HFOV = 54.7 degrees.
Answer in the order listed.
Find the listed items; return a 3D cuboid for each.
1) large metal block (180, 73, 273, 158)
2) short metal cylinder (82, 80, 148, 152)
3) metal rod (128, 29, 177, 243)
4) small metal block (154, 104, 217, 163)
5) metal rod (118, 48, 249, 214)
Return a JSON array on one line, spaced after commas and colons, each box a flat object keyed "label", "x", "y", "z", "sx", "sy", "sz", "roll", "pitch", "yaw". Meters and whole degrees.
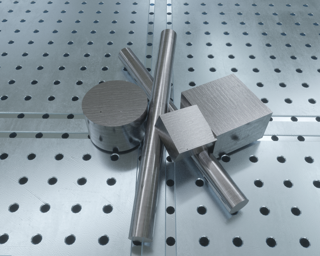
[{"label": "large metal block", "x": 0.081, "y": -0.016, "z": 0.400, "sx": 0.081, "sy": 0.050, "sz": 0.080, "roll": -21, "pitch": 53, "yaw": -17}, {"label": "short metal cylinder", "x": -0.056, "y": -0.016, "z": 0.400, "sx": 0.081, "sy": 0.050, "sz": 0.080, "roll": 1, "pitch": 50, "yaw": 0}, {"label": "metal rod", "x": -0.003, "y": -0.014, "z": 0.389, "sx": 0.025, "sy": 0.025, "sz": 0.300, "roll": 5, "pitch": 58, "yaw": 4}, {"label": "small metal block", "x": 0.029, "y": 0.006, "z": 0.357, "sx": 0.050, "sy": 0.025, "sz": 0.050, "roll": -17, "pitch": 67, "yaw": -24}, {"label": "metal rod", "x": 0.015, "y": -0.017, "z": 0.417, "sx": 0.025, "sy": 0.025, "sz": 0.300, "roll": -22, "pitch": 54, "yaw": -18}]
